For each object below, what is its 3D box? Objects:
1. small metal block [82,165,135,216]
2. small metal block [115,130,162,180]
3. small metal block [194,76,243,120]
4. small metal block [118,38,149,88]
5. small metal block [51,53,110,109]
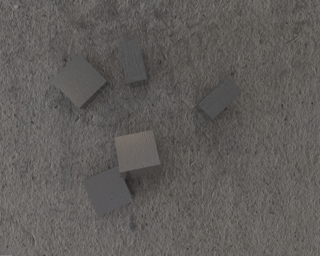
[{"bbox_3d":[-0.067,0.081,0.409,0.050,0.025,0.050,-24,90,0],"label":"small metal block"},{"bbox_3d":[-0.028,0.034,0.398,0.050,0.025,0.050,-12,59,-3],"label":"small metal block"},{"bbox_3d":[0.073,-0.036,0.398,0.050,0.050,0.025,-44,90,0],"label":"small metal block"},{"bbox_3d":[-0.033,-0.081,0.397,0.025,0.050,0.050,-12,90,0],"label":"small metal block"},{"bbox_3d":[-0.104,-0.061,0.409,0.050,0.025,0.050,-45,90,0],"label":"small metal block"}]
